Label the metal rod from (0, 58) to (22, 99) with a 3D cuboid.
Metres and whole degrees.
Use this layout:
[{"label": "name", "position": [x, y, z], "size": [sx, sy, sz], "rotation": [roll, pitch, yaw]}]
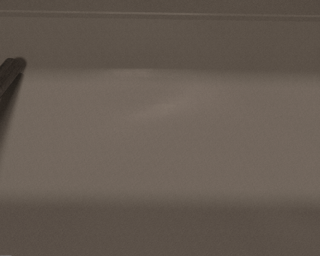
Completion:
[{"label": "metal rod", "position": [-0.229, 0.017, 0.337], "size": [0.025, 0.025, 0.300], "rotation": [8, 46, 3]}]
